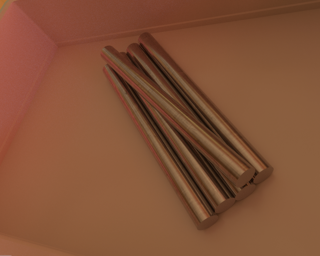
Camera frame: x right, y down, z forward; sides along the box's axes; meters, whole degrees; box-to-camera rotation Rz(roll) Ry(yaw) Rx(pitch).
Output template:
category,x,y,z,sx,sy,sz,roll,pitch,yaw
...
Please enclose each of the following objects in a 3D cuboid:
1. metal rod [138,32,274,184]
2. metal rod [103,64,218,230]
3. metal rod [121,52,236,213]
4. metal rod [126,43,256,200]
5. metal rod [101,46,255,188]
category,x,y,z,sx,sy,sz,roll,pitch,yaw
metal rod,0.041,-0.048,0.412,0.025,0.025,0.300,-37,51,4
metal rod,-0.016,0.001,0.412,0.025,0.025,0.300,-37,51,4
metal rod,0.002,-0.017,0.413,0.025,0.025,0.300,-37,51,4
metal rod,0.022,-0.031,0.411,0.025,0.025,0.300,-37,51,4
metal rod,0.000,-0.035,0.392,0.025,0.025,0.300,-43,51,-2
